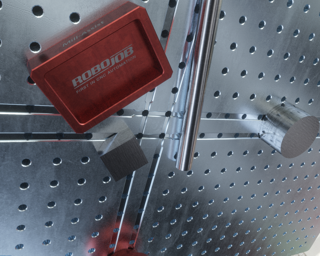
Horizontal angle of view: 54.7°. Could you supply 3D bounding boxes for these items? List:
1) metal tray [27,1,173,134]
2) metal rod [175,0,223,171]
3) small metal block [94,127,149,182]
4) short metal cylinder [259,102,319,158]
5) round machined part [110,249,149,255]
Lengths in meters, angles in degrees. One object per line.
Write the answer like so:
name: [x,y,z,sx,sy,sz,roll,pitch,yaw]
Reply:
metal tray: [-0.060,-0.063,0.336,0.130,0.030,0.090,-34,129,-7]
metal rod: [0.050,-0.072,0.395,0.025,0.025,0.298,-8,122,-25]
small metal block: [-0.050,0.035,0.407,0.050,0.025,0.050,-30,129,-10]
short metal cylinder: [0.216,0.004,0.519,0.081,0.050,0.079,-14,125,-21]
round machined part: [-0.060,0.244,0.520,0.099,0.042,0.097,-14,125,-21]
